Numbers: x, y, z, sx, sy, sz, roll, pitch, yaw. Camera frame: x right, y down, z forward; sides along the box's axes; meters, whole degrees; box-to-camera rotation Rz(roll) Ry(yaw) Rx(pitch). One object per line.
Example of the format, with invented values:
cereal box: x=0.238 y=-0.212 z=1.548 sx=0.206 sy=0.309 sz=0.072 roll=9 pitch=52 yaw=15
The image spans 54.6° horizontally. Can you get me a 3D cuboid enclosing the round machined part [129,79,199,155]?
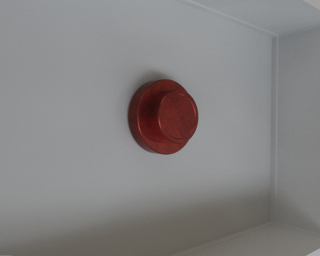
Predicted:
round machined part: x=0.012 y=-0.014 z=0.400 sx=0.099 sy=0.042 sz=0.097 roll=0 pitch=90 yaw=-40
